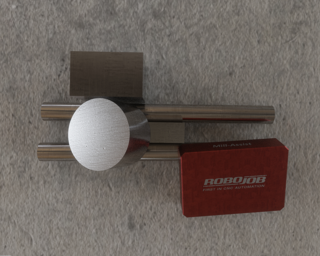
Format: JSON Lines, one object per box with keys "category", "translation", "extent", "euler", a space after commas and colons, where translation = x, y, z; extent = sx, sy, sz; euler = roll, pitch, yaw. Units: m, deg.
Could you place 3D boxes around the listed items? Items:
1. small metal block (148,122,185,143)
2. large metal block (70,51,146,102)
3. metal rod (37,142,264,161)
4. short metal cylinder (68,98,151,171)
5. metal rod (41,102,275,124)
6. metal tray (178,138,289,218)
{"category": "small metal block", "translation": [0.004, 0.005, 0.398], "extent": [0.050, 0.050, 0.025], "euler": [1, 90, -1]}
{"category": "large metal block", "translation": [-0.060, -0.060, 0.383], "extent": [0.081, 0.080, 0.050], "euler": [1, 90, -1]}
{"category": "metal rod", "translation": [-0.007, 0.031, 0.411], "extent": [0.302, 0.025, 0.025], "euler": [0, 90, -1]}
{"category": "short metal cylinder", "translation": [-0.058, 0.008, 0.362], "extent": [0.080, 0.050, 0.080], "euler": [-1, 88, 23]}
{"category": "metal rod", "translation": [-0.002, -0.020, 0.411], "extent": [0.302, 0.025, 0.025], "euler": [1, 90, -1]}
{"category": "metal tray", "translation": [0.091, 0.063, 0.396], "extent": [0.131, 0.030, 0.089], "euler": [-4, 108, -2]}
